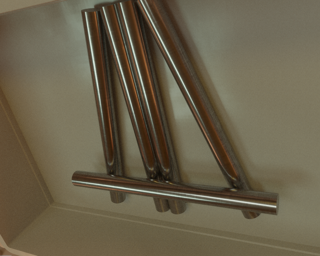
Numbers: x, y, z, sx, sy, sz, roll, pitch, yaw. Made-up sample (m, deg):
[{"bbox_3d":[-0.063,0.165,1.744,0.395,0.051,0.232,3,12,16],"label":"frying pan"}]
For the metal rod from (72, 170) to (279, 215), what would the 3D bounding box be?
[{"bbox_3d":[0.002,0.084,0.424,0.300,0.025,0.025,2,119,27],"label":"metal rod"}]

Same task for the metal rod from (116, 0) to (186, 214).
[{"bbox_3d":[-0.004,-0.009,0.404,0.025,0.025,0.298,1,119,28],"label":"metal rod"}]

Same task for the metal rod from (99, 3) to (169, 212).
[{"bbox_3d":[-0.026,-0.009,0.415,0.025,0.025,0.298,1,119,28],"label":"metal rod"}]

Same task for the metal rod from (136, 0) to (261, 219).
[{"bbox_3d":[0.054,-0.014,0.370,0.025,0.025,0.299,-17,110,35],"label":"metal rod"}]

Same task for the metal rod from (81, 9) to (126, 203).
[{"bbox_3d":[-0.075,-0.011,0.440,0.025,0.025,0.298,11,124,22],"label":"metal rod"}]
